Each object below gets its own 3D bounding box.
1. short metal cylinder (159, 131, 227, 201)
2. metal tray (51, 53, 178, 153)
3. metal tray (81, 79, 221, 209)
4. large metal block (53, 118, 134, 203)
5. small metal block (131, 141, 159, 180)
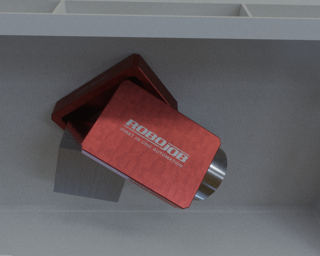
[{"bbox_3d":[0.042,0.050,0.415,0.050,0.080,0.080,32,123,-25],"label":"short metal cylinder"},{"bbox_3d":[-0.055,-0.022,0.384,0.130,0.030,0.090,-27,126,21],"label":"metal tray"},{"bbox_3d":[-0.008,0.019,0.342,0.130,0.090,0.030,32,162,-8],"label":"metal tray"},{"bbox_3d":[-0.081,0.042,0.383,0.081,0.050,0.079,13,129,-11],"label":"large metal block"},{"bbox_3d":[-0.026,0.048,0.448,0.050,0.025,0.050,-23,127,18],"label":"small metal block"}]
